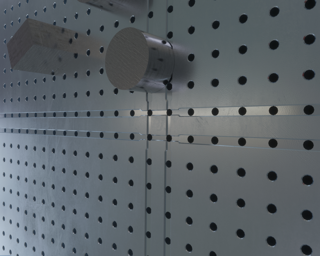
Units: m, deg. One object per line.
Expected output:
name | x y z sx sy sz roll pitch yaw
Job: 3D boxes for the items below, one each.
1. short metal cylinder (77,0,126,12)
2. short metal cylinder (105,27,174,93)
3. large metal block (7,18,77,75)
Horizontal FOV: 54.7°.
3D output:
short metal cylinder | -0.088 -0.222 0.466 0.080 0.050 0.079 0 90 40
short metal cylinder | -0.028 -0.089 0.416 0.080 0.050 0.079 0 90 40
large metal block | -0.208 -0.139 0.545 0.080 0.081 0.050 -28 73 36
